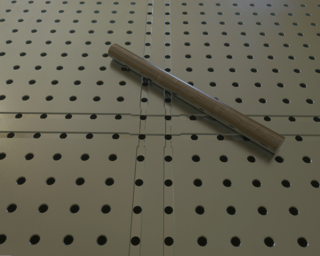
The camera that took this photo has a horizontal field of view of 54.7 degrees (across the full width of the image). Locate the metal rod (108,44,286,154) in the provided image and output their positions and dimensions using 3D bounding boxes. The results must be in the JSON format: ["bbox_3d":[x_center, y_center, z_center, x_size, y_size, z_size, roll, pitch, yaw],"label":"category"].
[{"bbox_3d":[0.037,-0.053,0.452,0.300,0.025,0.025,33,57,24],"label":"metal rod"}]
